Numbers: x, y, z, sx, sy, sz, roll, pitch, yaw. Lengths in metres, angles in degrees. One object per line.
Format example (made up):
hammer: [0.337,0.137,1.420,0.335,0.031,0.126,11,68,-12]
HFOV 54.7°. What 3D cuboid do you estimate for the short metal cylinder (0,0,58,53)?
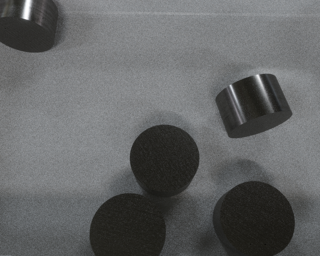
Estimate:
short metal cylinder: [-0.188,-0.149,0.434,0.080,0.080,0.050,1,70,0]

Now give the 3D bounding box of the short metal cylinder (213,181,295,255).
short metal cylinder: [0.105,0.106,0.358,0.081,0.050,0.080,0,70,0]

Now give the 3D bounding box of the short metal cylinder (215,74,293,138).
short metal cylinder: [0.117,-0.025,0.390,0.081,0.080,0.050,-14,71,-5]

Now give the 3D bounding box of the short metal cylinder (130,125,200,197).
short metal cylinder: [0.005,0.042,0.381,0.081,0.050,0.080,0,70,0]

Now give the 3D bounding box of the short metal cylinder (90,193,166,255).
short metal cylinder: [-0.034,0.119,0.350,0.080,0.050,0.080,0,66,0]
